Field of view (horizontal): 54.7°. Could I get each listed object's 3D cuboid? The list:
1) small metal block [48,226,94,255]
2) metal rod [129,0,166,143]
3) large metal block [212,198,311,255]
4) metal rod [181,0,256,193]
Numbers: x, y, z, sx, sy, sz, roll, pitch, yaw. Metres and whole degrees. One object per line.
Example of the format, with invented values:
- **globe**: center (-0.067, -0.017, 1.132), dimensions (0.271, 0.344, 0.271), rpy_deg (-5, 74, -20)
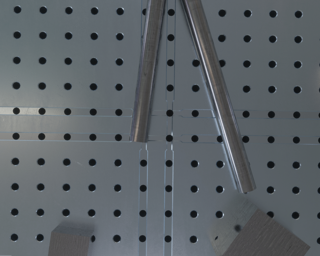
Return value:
- **small metal block**: center (-0.119, 0.162, 0.412), dimensions (0.050, 0.025, 0.050), rpy_deg (8, 90, 0)
- **metal rod**: center (-0.009, -0.130, 0.412), dimensions (0.025, 0.025, 0.298), rpy_deg (8, 90, 0)
- **large metal block**: center (0.127, 0.153, 0.402), dimensions (0.080, 0.050, 0.080), rpy_deg (37, 90, 0)
- **metal rod**: center (0.074, -0.061, 0.413), dimensions (0.025, 0.025, 0.298), rpy_deg (-16, 90, 0)
